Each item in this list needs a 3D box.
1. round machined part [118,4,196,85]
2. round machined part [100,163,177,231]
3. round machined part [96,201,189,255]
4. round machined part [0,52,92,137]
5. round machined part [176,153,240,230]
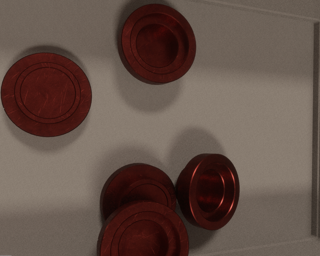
[{"bbox_3d":[-0.006,-0.104,0.400,0.099,0.042,0.097,0,90,-21],"label":"round machined part"},{"bbox_3d":[-0.024,0.096,0.394,0.099,0.042,0.097,0,90,-20],"label":"round machined part"},{"bbox_3d":[-0.021,0.130,0.345,0.099,0.042,0.097,4,79,-20],"label":"round machined part"},{"bbox_3d":[-0.128,-0.038,0.355,0.099,0.042,0.097,0,90,-21],"label":"round machined part"},{"bbox_3d":[0.060,0.083,0.415,0.099,0.042,0.097,3,86,-39],"label":"round machined part"}]
